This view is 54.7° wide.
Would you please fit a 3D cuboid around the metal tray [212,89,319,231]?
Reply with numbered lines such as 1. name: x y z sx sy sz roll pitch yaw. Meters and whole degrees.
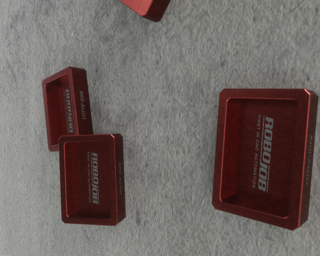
1. metal tray: 0.103 0.026 0.315 0.090 0.030 0.129 6 94 39

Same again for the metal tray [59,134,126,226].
1. metal tray: -0.100 0.074 0.458 0.090 0.030 0.129 -2 89 16

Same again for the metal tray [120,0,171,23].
1. metal tray: -0.030 -0.216 0.424 0.130 0.030 0.089 44 116 30

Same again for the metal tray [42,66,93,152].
1. metal tray: -0.159 -0.029 0.529 0.090 0.030 0.129 -13 82 39
